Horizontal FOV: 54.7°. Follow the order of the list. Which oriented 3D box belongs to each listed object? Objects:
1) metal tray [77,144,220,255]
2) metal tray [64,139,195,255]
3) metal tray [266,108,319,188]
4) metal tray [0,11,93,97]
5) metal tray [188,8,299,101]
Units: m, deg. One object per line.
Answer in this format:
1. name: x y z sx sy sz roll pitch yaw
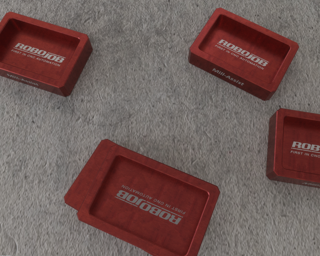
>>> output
1. metal tray: -0.011 0.084 0.341 0.130 0.030 0.090 22 71 7
2. metal tray: -0.035 0.082 0.375 0.130 0.030 0.090 28 72 9
3. metal tray: 0.208 0.030 0.395 0.131 0.030 0.090 9 70 3
4. metal tray: -0.175 -0.107 0.442 0.131 0.030 0.090 18 71 6
5. metal tray: 0.118 -0.108 0.445 0.130 0.030 0.090 29 72 10
